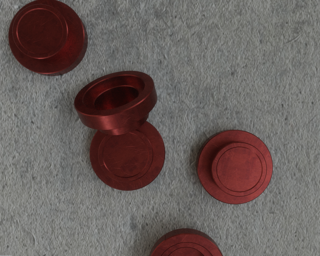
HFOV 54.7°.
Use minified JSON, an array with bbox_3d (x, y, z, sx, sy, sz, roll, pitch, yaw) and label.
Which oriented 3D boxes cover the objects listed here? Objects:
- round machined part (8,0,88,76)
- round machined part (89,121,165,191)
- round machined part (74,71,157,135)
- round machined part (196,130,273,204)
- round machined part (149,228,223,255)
[{"bbox_3d":[-0.147,-0.119,0.400,0.099,0.042,0.097,0,90,0],"label":"round machined part"},{"bbox_3d":[-0.042,0.033,0.401,0.099,0.042,0.097,0,90,0],"label":"round machined part"},{"bbox_3d":[-0.051,-0.028,0.383,0.099,0.098,0.042,-15,127,0],"label":"round machined part"},{"bbox_3d":[0.098,0.051,0.402,0.099,0.042,0.097,0,90,0],"label":"round machined part"},{"bbox_3d":[0.033,0.178,0.402,0.099,0.042,0.097,0,90,0],"label":"round machined part"}]
